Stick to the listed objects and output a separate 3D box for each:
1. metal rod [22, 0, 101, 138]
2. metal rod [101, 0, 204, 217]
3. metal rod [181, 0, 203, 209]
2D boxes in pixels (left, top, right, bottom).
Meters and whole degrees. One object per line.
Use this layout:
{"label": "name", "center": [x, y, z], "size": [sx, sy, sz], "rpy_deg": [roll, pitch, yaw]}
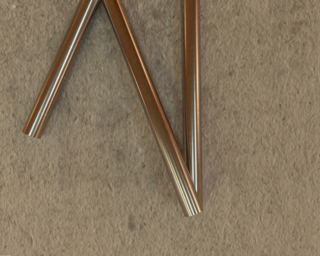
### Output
{"label": "metal rod", "center": [-0.109, -0.128, 0.408], "size": [0.025, 0.025, 0.299], "rpy_deg": [24, 90, -1]}
{"label": "metal rod", "center": [-0.012, -0.034, 0.396], "size": [0.025, 0.025, 0.299], "rpy_deg": [-21, 85, 0]}
{"label": "metal rod", "center": [0.042, -0.044, 0.410], "size": [0.025, 0.025, 0.298], "rpy_deg": [-1, 90, -1]}
